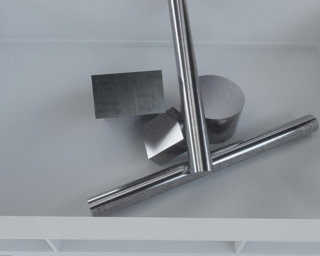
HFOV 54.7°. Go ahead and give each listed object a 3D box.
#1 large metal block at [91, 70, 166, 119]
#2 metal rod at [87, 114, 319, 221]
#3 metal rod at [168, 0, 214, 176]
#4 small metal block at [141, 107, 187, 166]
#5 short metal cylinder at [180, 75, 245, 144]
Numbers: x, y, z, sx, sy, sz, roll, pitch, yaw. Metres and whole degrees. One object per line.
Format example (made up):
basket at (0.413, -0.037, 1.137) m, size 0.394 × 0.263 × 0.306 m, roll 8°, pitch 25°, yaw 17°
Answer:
large metal block at (-0.039, -0.041, 0.395) m, size 0.081 × 0.080 × 0.050 m, roll -5°, pitch 94°, yaw -5°
metal rod at (0.064, 0.040, 0.371) m, size 0.302 × 0.025 × 0.025 m, roll -19°, pitch 53°, yaw -16°
metal rod at (0.031, -0.089, 0.386) m, size 0.025 × 0.025 × 0.299 m, roll -4°, pitch 68°, yaw -4°
small metal block at (0.008, 0.010, 0.380) m, size 0.050 × 0.025 × 0.050 m, roll -31°, pitch 50°, yaw 20°
short metal cylinder at (0.067, -0.025, 0.411) m, size 0.081 × 0.050 × 0.080 m, roll 0°, pitch 50°, yaw 0°
